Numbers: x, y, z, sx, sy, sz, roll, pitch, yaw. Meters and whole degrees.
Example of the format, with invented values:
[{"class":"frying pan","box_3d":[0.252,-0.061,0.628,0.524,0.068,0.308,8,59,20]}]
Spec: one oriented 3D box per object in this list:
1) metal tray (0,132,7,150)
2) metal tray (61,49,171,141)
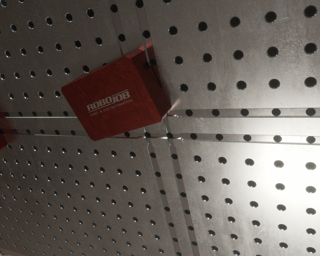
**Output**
[{"class":"metal tray","box_3d":[-0.369,0.006,0.603,0.130,0.030,0.089,-3,117,29]},{"class":"metal tray","box_3d":[-0.061,-0.039,0.415,0.130,0.030,0.090,-16,110,34]}]
